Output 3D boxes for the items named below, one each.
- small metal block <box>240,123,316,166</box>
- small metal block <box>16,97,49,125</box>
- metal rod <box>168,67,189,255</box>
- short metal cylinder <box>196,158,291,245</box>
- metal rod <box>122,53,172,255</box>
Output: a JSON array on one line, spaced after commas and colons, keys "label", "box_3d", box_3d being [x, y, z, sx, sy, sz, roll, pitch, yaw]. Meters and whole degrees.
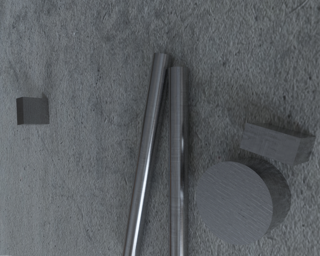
[{"label": "small metal block", "box_3d": [0.113, 0.014, 0.295, 0.050, 0.050, 0.025, 20, 103, 38]}, {"label": "small metal block", "box_3d": [-0.241, -0.031, 0.588, 0.025, 0.050, 0.050, -6, 86, 40]}, {"label": "metal rod", "box_3d": [0.023, 0.075, 0.385, 0.025, 0.025, 0.298, 0, 90, 40]}, {"label": "short metal cylinder", "box_3d": [0.085, 0.072, 0.318, 0.080, 0.050, 0.079, 0, 90, 40]}, {"label": "metal rod", "box_3d": [-0.020, 0.051, 0.421, 0.025, 0.025, 0.298, 15, 100, 39]}]
